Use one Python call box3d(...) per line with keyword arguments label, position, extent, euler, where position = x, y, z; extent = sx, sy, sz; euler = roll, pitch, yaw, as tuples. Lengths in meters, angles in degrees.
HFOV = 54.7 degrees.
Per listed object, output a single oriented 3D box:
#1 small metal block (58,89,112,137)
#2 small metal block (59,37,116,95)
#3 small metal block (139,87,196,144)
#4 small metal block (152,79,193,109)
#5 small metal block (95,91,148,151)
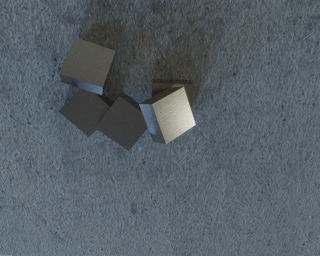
box3d(label="small metal block", position=(-0.092, -0.025, 0.400), extent=(0.050, 0.025, 0.050), euler=(-43, 105, 14))
box3d(label="small metal block", position=(-0.085, -0.073, 0.370), extent=(0.050, 0.025, 0.050), euler=(18, 72, -7))
box3d(label="small metal block", position=(0.010, -0.016, 0.365), extent=(0.050, 0.025, 0.050), euler=(-32, 113, -31))
box3d(label="small metal block", position=(0.015, -0.035, 0.398), extent=(0.050, 0.025, 0.050), euler=(2, 110, -1))
box3d(label="small metal block", position=(-0.043, -0.008, 0.379), extent=(0.050, 0.025, 0.050), euler=(36, 106, -13))
